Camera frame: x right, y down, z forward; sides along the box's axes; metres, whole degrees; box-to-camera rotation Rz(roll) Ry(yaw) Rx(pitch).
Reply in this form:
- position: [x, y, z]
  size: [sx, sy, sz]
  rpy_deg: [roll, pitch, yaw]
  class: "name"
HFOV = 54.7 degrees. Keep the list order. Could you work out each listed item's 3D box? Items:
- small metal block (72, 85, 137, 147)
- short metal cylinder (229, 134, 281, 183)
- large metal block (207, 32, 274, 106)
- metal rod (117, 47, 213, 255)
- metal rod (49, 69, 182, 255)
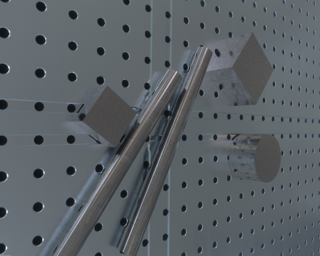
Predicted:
- position: [-0.063, -0.013, 0.357]
  size: [0.050, 0.025, 0.050]
  rpy_deg: [43, 64, -31]
  class: "small metal block"
- position: [0.163, 0.050, 0.530]
  size: [0.081, 0.050, 0.079]
  rpy_deg: [0, 90, -40]
  class: "short metal cylinder"
- position: [0.131, -0.093, 0.503]
  size: [0.080, 0.050, 0.080]
  rpy_deg: [48, 62, -30]
  class: "large metal block"
- position: [0.013, 0.018, 0.420]
  size: [0.025, 0.025, 0.300]
  rpy_deg: [35, 69, -35]
  class: "metal rod"
- position: [-0.051, 0.047, 0.366]
  size: [0.025, 0.025, 0.300]
  rpy_deg: [45, 63, -31]
  class: "metal rod"
